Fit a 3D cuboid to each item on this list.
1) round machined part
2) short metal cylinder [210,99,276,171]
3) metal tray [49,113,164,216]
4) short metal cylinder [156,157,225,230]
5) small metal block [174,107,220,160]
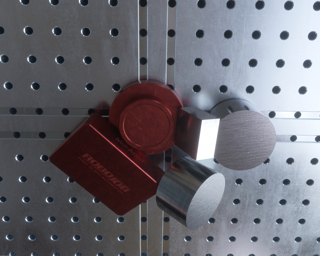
[{"bbox_3d":[-0.016,-0.010,0.396,0.099,0.042,0.097,0,110,0],"label":"round machined part"},{"bbox_3d":[0.101,0.008,0.400,0.081,0.050,0.079,0,110,0],"label":"short metal cylinder"},{"bbox_3d":[-0.069,0.052,0.413,0.130,0.030,0.090,43,120,-15],"label":"metal tray"},{"bbox_3d":[0.041,0.084,0.405,0.050,0.081,0.079,26,115,37],"label":"short metal cylinder"},{"bbox_3d":[0.044,0.005,0.379,0.025,0.050,0.050,-5,112,-28],"label":"small metal block"}]
